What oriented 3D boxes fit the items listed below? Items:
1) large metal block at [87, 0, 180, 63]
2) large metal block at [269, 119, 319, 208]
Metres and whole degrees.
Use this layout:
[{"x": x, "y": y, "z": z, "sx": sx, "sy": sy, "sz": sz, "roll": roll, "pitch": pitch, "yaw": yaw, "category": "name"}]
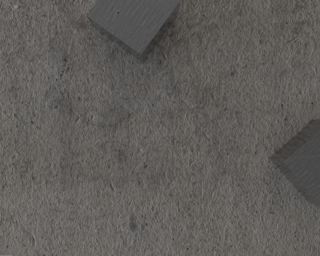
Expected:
[{"x": -0.032, "y": -0.144, "z": 0.397, "sx": 0.080, "sy": 0.050, "sz": 0.080, "roll": 36, "pitch": 90, "yaw": 0, "category": "large metal block"}, {"x": 0.206, "y": 0.045, "z": 0.399, "sx": 0.080, "sy": 0.050, "sz": 0.080, "roll": -41, "pitch": 90, "yaw": 0, "category": "large metal block"}]
